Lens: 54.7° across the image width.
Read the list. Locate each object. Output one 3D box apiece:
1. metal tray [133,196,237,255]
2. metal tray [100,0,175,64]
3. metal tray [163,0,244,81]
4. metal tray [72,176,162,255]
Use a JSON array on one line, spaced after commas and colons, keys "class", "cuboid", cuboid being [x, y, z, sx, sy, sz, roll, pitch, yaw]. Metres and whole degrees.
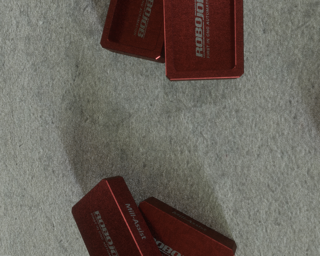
[{"class": "metal tray", "cuboid": [0.020, 0.159, 0.399, 0.130, 0.030, 0.089, 25, 98, 17]}, {"class": "metal tray", "cuboid": [-0.020, -0.160, 0.412, 0.090, 0.030, 0.129, 17, 95, 18]}, {"class": "metal tray", "cuboid": [0.051, -0.123, 0.368, 0.091, 0.030, 0.129, -2, 95, 2]}, {"class": "metal tray", "cuboid": [-0.058, 0.140, 0.402, 0.090, 0.030, 0.130, -43, 66, 30]}]
